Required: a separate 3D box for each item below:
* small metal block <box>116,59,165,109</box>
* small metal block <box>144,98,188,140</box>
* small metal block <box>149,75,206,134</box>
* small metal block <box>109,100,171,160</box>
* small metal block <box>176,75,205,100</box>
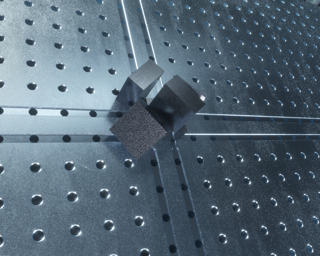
[{"bbox_3d":[-0.027,-0.057,0.412,0.025,0.050,0.050,42,51,0],"label":"small metal block"},{"bbox_3d":[0.004,-0.011,0.416,0.050,0.025,0.050,1,61,-29],"label":"small metal block"},{"bbox_3d":[0.020,-0.029,0.388,0.050,0.050,0.025,46,50,3],"label":"small metal block"},{"bbox_3d":[-0.023,0.002,0.374,0.050,0.050,0.025,47,14,5],"label":"small metal block"},{"bbox_3d":[0.035,-0.051,0.440,0.050,0.025,0.050,37,11,-4],"label":"small metal block"}]
